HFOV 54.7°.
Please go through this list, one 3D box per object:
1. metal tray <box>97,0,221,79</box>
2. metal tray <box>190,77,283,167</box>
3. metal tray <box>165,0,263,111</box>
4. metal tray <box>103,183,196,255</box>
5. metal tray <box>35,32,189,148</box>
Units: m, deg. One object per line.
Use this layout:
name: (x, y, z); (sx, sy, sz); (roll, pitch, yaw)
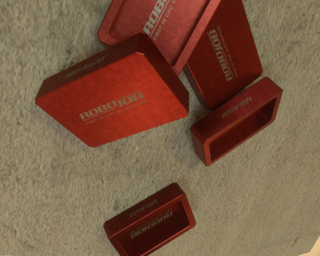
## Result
metal tray: (0.007, -0.126, 0.305); (0.090, 0.030, 0.129); (27, 105, -9)
metal tray: (0.108, -0.006, 0.440); (0.130, 0.030, 0.090); (-33, 151, -7)
metal tray: (0.070, -0.095, 0.385); (0.090, 0.030, 0.130); (-37, 130, -4)
metal tray: (-0.012, 0.154, 0.493); (0.131, 0.030, 0.090); (-28, 128, -11)
metal tray: (-0.047, -0.031, 0.316); (0.130, 0.030, 0.090); (-18, 135, 25)
